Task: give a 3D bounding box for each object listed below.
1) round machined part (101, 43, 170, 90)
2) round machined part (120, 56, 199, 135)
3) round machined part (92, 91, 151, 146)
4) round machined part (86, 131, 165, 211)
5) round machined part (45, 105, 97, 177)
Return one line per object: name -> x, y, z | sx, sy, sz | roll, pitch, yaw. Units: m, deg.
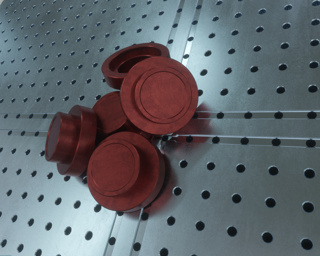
round machined part -> -0.031, -0.082, 0.447 | 0.098, 0.042, 0.098 | -10, 38, 8
round machined part -> 0.001, -0.040, 0.382 | 0.098, 0.098, 0.042 | -47, 10, -5
round machined part -> -0.059, -0.013, 0.433 | 0.098, 0.042, 0.098 | -13, 56, 20
round machined part -> -0.047, 0.050, 0.374 | 0.098, 0.042, 0.098 | -6, 71, 20
round machined part -> -0.125, 0.015, 0.421 | 0.098, 0.042, 0.098 | -29, 54, 50
